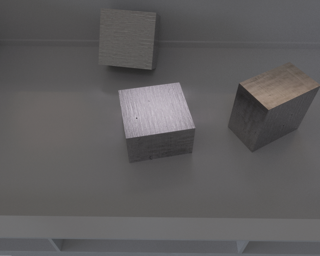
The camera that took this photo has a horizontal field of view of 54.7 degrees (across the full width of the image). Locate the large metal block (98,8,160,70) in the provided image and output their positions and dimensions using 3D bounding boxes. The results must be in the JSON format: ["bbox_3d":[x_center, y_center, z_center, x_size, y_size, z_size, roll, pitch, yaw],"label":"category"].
[{"bbox_3d":[-0.045,-0.135,0.473,0.080,0.079,0.050,7,15,5],"label":"large metal block"}]

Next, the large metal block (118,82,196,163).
[{"bbox_3d":[-0.006,-0.008,0.395,0.081,0.050,0.080,-9,51,-7],"label":"large metal block"}]

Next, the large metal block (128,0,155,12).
[{"bbox_3d":[-0.036,-0.285,0.611,0.050,0.080,0.080,0,50,0],"label":"large metal block"}]

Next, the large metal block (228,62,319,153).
[{"bbox_3d":[0.140,-0.026,0.392,0.081,0.080,0.050,-24,54,-19],"label":"large metal block"}]
